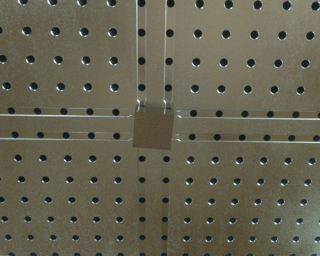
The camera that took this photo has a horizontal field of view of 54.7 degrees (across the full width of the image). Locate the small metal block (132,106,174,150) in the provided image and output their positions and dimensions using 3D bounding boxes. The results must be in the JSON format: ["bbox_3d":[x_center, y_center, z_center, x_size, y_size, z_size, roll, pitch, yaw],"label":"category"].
[{"bbox_3d":[-0.009,0.000,0.413,0.050,0.025,0.050,5,110,-2],"label":"small metal block"}]
